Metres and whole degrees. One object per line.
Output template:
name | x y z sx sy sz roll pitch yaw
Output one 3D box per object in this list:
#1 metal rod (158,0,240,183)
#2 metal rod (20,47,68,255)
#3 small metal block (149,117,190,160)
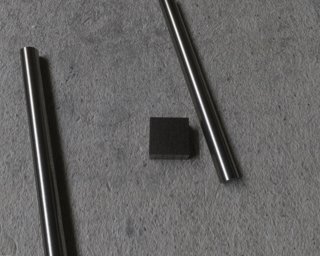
metal rod | 0.048 -0.070 0.434 0.025 0.025 0.299 -14 71 -5
metal rod | -0.151 0.026 0.397 0.025 0.025 0.299 -14 71 -5
small metal block | 0.012 0.014 0.403 0.050 0.025 0.050 1 70 0
